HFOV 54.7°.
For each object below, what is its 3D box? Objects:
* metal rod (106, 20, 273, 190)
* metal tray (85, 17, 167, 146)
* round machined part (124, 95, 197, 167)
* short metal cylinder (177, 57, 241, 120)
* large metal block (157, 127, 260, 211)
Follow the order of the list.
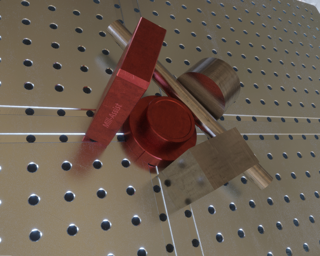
[{"bbox_3d":[0.038,-0.033,0.423,0.300,0.025,0.025,46,51,4],"label":"metal rod"},{"bbox_3d":[-0.041,-0.047,0.349,0.030,0.129,0.090,25,53,-14],"label":"metal tray"},{"bbox_3d":[0.006,-0.002,0.403,0.099,0.042,0.098,14,56,-21],"label":"round machined part"},{"bbox_3d":[0.067,-0.054,0.442,0.080,0.080,0.050,45,51,2],"label":"short metal cylinder"},{"bbox_3d":[0.057,0.049,0.375,0.081,0.080,0.050,-21,73,-36],"label":"large metal block"}]
